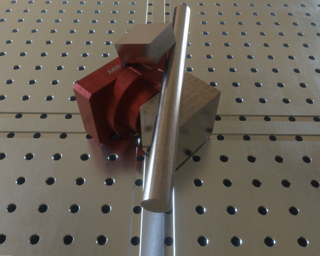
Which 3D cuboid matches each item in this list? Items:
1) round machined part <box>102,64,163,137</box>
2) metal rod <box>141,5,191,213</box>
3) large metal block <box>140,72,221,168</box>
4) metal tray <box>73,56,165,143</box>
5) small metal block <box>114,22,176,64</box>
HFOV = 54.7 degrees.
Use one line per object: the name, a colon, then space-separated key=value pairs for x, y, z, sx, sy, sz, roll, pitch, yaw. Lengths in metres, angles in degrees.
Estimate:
round machined part: x=-0.021 y=-0.029 z=0.390 sx=0.042 sy=0.097 sz=0.099 roll=35 pitch=58 yaw=25
metal rod: x=0.014 y=-0.051 z=0.346 sx=0.025 sy=0.025 sz=0.300 roll=5 pitch=50 yaw=4
large metal block: x=0.024 y=-0.007 z=0.374 sx=0.050 sy=0.080 sz=0.080 roll=35 pitch=58 yaw=25
metal tray: x=-0.044 y=-0.049 z=0.406 sx=0.030 sy=0.089 sz=0.131 roll=36 pitch=58 yaw=26
small metal block: x=-0.017 y=-0.100 z=0.365 sx=0.050 sy=0.025 sz=0.050 roll=9 pitch=46 yaw=31
